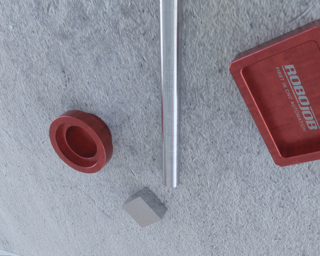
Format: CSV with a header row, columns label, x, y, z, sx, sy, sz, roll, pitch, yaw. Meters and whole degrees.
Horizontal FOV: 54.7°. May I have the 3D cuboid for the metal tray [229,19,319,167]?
label,x,y,z,sx,sy,sz,roll,pitch,yaw
metal tray,0.139,-0.028,0.312,0.090,0.030,0.130,-19,109,35

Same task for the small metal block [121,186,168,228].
label,x,y,z,sx,sy,sz,roll,pitch,yaw
small metal block,-0.025,0.128,0.497,0.050,0.025,0.050,49,128,-7

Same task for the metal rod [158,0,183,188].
label,x,y,z,sx,sy,sz,roll,pitch,yaw
metal rod,0.013,-0.050,0.367,0.025,0.025,0.298,12,124,21

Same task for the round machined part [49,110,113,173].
label,x,y,z,sx,sy,sz,roll,pitch,yaw
round machined part,-0.112,0.016,0.463,0.098,0.042,0.097,13,124,20
